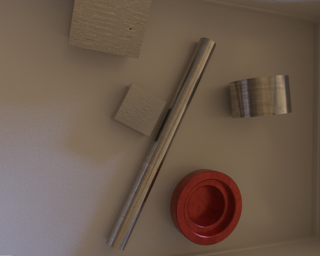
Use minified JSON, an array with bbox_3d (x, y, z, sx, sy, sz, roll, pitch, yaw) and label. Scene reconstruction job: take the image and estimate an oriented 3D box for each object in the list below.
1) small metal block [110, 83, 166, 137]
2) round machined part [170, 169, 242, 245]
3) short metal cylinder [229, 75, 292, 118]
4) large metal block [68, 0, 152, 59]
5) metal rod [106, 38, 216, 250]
[{"bbox_3d":[-0.028,-0.022,0.401,0.050,0.025,0.050,29,80,-18],"label":"small metal block"},{"bbox_3d":[0.059,0.105,0.425,0.099,0.042,0.097,0,90,-21],"label":"round machined part"},{"bbox_3d":[0.140,-0.043,0.435,0.081,0.080,0.050,-7,93,-20],"label":"short metal cylinder"},{"bbox_3d":[-0.060,-0.133,0.360,0.081,0.050,0.079,7,112,-20],"label":"large metal block"},{"bbox_3d":[0.006,0.014,0.413,0.025,0.025,0.299,28,81,-18],"label":"metal rod"}]
